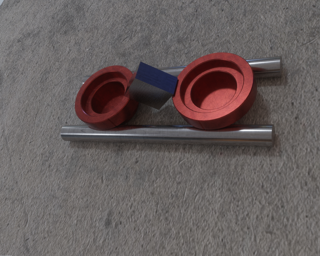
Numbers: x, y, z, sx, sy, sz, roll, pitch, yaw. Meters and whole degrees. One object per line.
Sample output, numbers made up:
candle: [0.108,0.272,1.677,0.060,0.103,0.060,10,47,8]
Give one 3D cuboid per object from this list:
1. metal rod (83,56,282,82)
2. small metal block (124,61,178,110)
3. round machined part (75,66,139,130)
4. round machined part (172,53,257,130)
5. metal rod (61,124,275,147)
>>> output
metal rod: [0.013,-0.075,0.443,0.300,0.025,0.025,0,62,28]
small metal block: [-0.012,-0.052,0.394,0.050,0.050,0.025,138,150,-61]
round machined part: [-0.070,-0.039,0.450,0.098,0.042,0.098,-13,56,21]
round machined part: [0.068,-0.040,0.377,0.098,0.042,0.098,-13,56,21]
metal rod: [-0.010,0.008,0.405,0.300,0.025,0.025,0,62,28]
